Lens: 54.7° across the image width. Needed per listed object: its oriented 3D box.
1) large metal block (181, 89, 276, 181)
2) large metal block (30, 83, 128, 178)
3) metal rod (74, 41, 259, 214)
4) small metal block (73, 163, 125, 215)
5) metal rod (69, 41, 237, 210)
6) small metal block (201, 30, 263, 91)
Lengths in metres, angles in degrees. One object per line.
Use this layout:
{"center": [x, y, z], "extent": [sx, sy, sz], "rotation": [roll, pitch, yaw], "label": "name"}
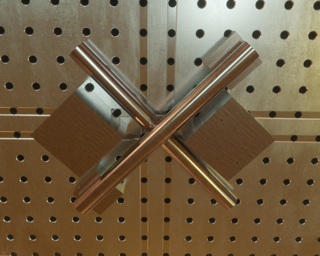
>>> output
{"center": [0.086, 0.008, 0.404], "extent": [0.080, 0.050, 0.080], "rotation": [41, 105, -14], "label": "large metal block"}
{"center": [-0.101, 0.002, 0.400], "extent": [0.080, 0.050, 0.080], "rotation": [-41, 105, 13], "label": "large metal block"}
{"center": [-0.002, 0.009, 0.389], "extent": [0.299, 0.025, 0.025], "rotation": [-43, 105, 14], "label": "metal rod"}
{"center": [-0.087, 0.088, 0.445], "extent": [0.050, 0.025, 0.050], "rotation": [43, 104, -14], "label": "small metal block"}
{"center": [0.001, 0.007, 0.415], "extent": [0.025, 0.025, 0.300], "rotation": [-41, 105, 13], "label": "metal rod"}
{"center": [0.088, -0.084, 0.384], "extent": [0.050, 0.025, 0.050], "rotation": [-42, 105, 14], "label": "small metal block"}
